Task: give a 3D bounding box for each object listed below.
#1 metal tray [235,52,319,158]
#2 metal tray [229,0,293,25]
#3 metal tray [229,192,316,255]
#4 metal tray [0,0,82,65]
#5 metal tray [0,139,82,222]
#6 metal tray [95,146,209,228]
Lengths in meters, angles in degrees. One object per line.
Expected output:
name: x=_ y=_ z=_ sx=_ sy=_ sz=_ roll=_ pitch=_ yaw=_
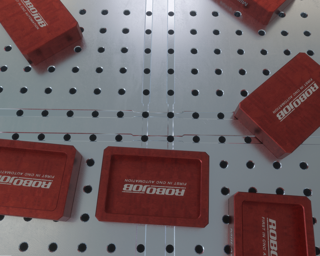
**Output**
metal tray: x=0.180 y=-0.033 z=0.422 sx=0.130 sy=0.030 sz=0.090 roll=-39 pitch=75 yaw=-13
metal tray: x=0.150 y=-0.236 z=0.496 sx=0.130 sy=0.030 sz=0.090 roll=43 pitch=75 yaw=14
metal tray: x=0.128 y=0.143 z=0.357 sx=0.090 sy=0.030 sz=0.130 roll=4 pitch=70 yaw=1
metal tray: x=-0.192 y=-0.168 z=0.470 sx=0.090 sy=0.030 sz=0.130 roll=-35 pitch=74 yaw=-12
metal tray: x=-0.172 y=0.063 z=0.385 sx=0.131 sy=0.030 sz=0.090 roll=5 pitch=70 yaw=2
metal tray: x=-0.007 y=0.073 z=0.382 sx=0.131 sy=0.030 sz=0.090 roll=3 pitch=70 yaw=1
